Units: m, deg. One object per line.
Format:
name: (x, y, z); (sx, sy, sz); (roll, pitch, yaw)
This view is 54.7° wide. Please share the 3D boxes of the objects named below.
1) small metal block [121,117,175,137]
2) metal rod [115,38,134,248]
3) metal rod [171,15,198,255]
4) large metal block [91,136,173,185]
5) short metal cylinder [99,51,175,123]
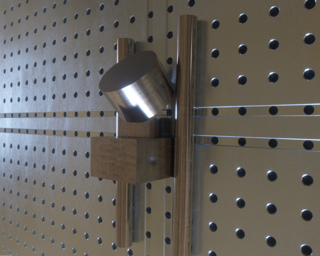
small metal block: (-0.016, -0.001, 0.406); (0.050, 0.050, 0.025); (2, 92, 39)
metal rod: (-0.051, 0.021, 0.452); (0.025, 0.025, 0.298); (1, 91, 40)
metal rod: (0.030, 0.013, 0.384); (0.025, 0.025, 0.298); (2, 92, 40)
large metal block: (-0.031, 0.036, 0.396); (0.080, 0.081, 0.050); (1, 91, 40)
short metal cylinder: (-0.028, -0.052, 0.388); (0.080, 0.050, 0.080); (-21, 36, 16)
